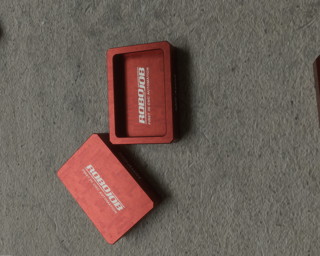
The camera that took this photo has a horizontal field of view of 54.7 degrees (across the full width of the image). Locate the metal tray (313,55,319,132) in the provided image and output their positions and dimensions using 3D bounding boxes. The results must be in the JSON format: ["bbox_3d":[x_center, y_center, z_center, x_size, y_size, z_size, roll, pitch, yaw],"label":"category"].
[{"bbox_3d":[0.237,-0.040,0.322,0.130,0.030,0.089,-6,88,19],"label":"metal tray"}]

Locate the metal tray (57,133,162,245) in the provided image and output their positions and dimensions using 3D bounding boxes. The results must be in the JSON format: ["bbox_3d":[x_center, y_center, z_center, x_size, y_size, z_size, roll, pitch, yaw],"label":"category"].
[{"bbox_3d":[-0.072,0.081,0.432,0.090,0.030,0.130,-45,76,14],"label":"metal tray"}]

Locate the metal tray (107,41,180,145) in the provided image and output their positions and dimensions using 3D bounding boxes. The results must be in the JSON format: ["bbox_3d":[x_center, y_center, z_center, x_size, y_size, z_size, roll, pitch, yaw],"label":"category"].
[{"bbox_3d":[-0.022,-0.044,0.414,0.090,0.030,0.129,-2,89,20],"label":"metal tray"}]
